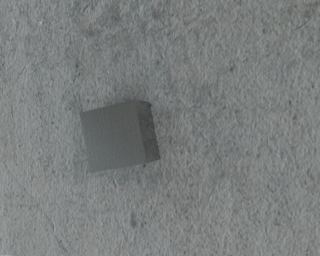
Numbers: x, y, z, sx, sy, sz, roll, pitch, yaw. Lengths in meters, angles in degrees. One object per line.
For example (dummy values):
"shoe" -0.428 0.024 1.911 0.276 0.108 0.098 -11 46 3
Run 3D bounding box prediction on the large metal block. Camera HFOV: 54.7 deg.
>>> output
"large metal block" -0.052 0.011 0.413 0.080 0.050 0.080 -12 86 19
